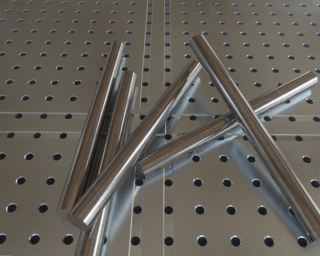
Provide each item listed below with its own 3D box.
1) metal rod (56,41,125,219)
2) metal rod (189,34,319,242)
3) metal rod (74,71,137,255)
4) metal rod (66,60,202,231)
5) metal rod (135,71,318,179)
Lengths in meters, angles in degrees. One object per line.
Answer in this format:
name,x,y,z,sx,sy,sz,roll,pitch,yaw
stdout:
metal rod,-0.085,-0.022,0.425,0.025,0.025,0.300,4,50,3
metal rod,0.111,-0.008,0.386,0.025,0.025,0.299,-17,61,-15
metal rod,-0.060,0.037,0.375,0.025,0.025,0.300,4,50,3
metal rod,-0.012,-0.003,0.391,0.025,0.025,0.301,21,47,16
metal rod,0.103,-0.013,0.419,0.302,0.025,0.025,-26,55,-21
